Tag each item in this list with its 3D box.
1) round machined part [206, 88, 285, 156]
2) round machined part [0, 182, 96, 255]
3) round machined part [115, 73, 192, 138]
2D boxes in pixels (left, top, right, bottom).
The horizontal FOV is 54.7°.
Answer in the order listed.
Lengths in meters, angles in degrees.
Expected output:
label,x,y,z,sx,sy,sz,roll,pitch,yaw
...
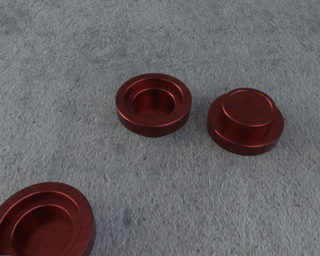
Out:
label,x,y,z,sx,sy,sz,roll,pitch,yaw
round machined part,0.113,-0.015,0.405,0.099,0.042,0.098,0,50,0
round machined part,-0.112,0.106,0.302,0.099,0.042,0.098,0,50,0
round machined part,-0.008,-0.026,0.414,0.099,0.042,0.098,0,50,0
